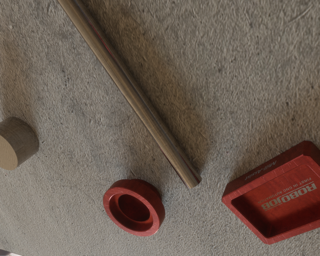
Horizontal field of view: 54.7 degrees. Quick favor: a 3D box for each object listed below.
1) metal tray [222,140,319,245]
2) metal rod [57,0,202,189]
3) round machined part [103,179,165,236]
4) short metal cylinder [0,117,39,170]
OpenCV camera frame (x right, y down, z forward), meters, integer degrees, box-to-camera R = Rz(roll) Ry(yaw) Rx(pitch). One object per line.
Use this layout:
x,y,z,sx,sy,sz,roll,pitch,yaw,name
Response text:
0.152,0.083,0.374,0.090,0.030,0.129,45,129,-4,metal tray
-0.035,-0.045,0.395,0.025,0.025,0.299,-25,105,36,metal rod
-0.036,0.119,0.487,0.098,0.042,0.097,13,124,20,round machined part
-0.262,0.027,0.542,0.080,0.050,0.079,13,124,20,short metal cylinder
